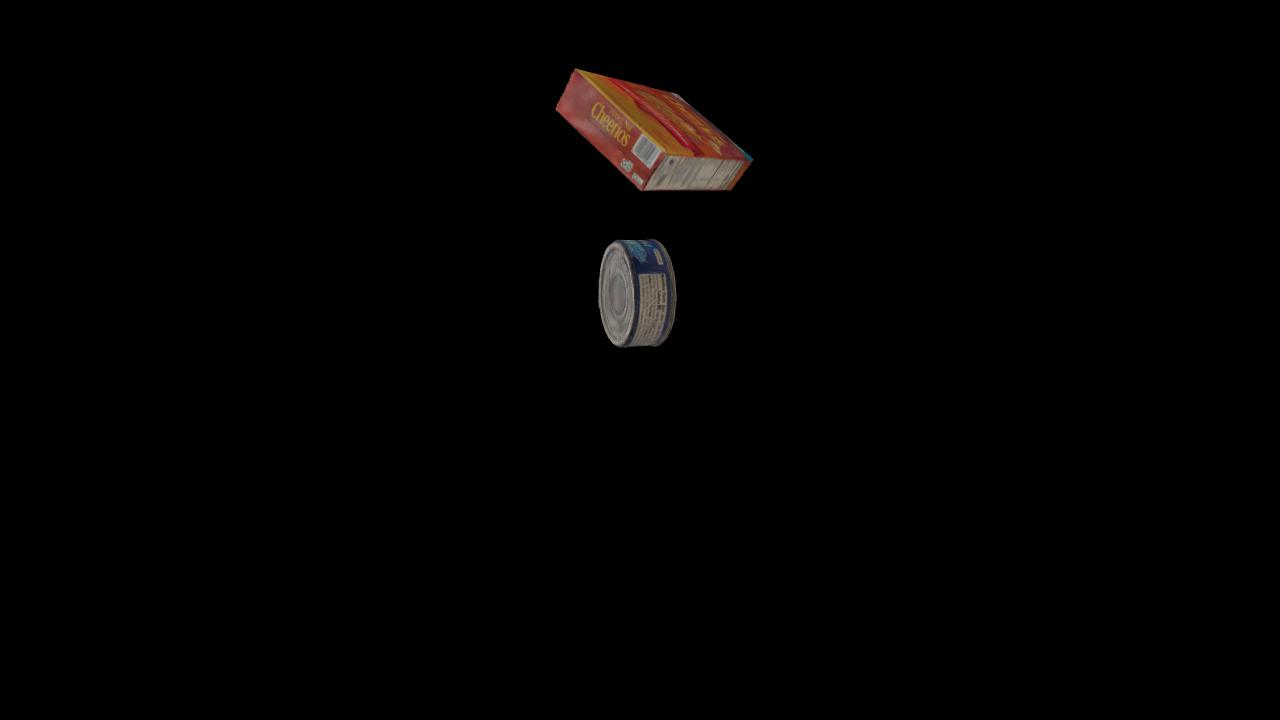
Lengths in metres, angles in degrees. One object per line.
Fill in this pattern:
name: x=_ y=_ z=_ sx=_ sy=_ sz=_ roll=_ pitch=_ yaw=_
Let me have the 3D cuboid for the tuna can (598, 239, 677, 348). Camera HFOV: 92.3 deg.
tuna can: x=-0.005 y=-0.051 z=0.478 sx=0.034 sy=0.084 sz=0.084 roll=-4 pitch=1 yaw=-22

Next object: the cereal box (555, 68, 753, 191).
cereal box: x=0.036 y=-0.366 z=1.003 sx=0.306 sy=0.203 sz=0.081 roll=-22 pitch=-25 yaw=-53
